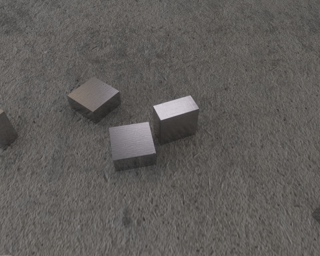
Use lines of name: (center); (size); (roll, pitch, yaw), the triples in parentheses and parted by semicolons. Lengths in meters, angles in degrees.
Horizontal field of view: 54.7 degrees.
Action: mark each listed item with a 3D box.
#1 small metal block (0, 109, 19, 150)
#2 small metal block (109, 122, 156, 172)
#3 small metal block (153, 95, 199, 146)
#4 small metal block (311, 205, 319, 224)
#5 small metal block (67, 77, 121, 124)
small metal block: (-0.214, -0.005, 0.389); (0.050, 0.050, 0.025); (22, 54, 17)
small metal block: (-0.034, 0.023, 0.384); (0.050, 0.025, 0.050); (-9, 51, -8)
small metal block: (0.020, -0.009, 0.395); (0.050, 0.050, 0.025); (-17, 52, -14)
small metal block: (0.200, 0.095, 0.325); (0.050, 0.025, 0.050); (-23, 54, -19)
small metal block: (-0.092, -0.040, 0.436); (0.050, 0.025, 0.050); (31, 56, 23)
